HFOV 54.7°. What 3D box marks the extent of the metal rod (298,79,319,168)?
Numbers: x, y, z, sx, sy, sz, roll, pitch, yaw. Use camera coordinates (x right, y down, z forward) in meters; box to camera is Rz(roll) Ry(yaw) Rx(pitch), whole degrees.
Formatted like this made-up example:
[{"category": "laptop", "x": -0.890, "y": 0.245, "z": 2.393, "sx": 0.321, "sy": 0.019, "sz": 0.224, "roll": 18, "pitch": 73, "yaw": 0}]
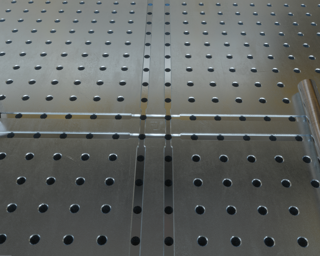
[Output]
[{"category": "metal rod", "x": 0.205, "y": 0.050, "z": 0.368, "sx": 0.025, "sy": 0.025, "sz": 0.300, "roll": 5, "pitch": 50, "yaw": 3}]
